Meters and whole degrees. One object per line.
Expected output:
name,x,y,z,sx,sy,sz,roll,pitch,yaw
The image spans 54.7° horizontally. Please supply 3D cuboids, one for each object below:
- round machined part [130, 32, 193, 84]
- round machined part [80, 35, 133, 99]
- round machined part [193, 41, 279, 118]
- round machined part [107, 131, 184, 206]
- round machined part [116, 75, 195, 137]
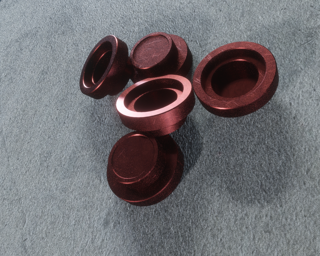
round machined part,-0.005,-0.103,0.458,0.098,0.042,0.098,-13,56,20
round machined part,-0.078,-0.088,0.474,0.098,0.042,0.098,-27,51,39
round machined part,0.093,-0.054,0.378,0.098,0.042,0.098,-13,56,20
round machined part,-0.024,0.042,0.379,0.098,0.042,0.098,-13,56,20
round machined part,-0.003,-0.026,0.397,0.098,0.042,0.098,-12,35,9
